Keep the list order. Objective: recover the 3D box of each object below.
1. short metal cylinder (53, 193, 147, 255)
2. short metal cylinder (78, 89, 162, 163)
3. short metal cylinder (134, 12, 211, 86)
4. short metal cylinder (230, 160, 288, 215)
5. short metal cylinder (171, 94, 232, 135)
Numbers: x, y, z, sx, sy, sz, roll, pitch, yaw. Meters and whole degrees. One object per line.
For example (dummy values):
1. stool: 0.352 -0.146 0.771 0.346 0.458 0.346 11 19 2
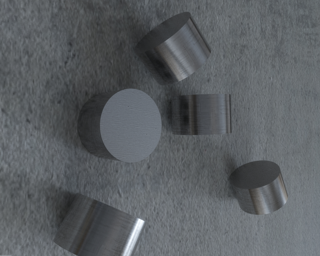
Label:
1. short metal cylinder: -0.060 0.106 0.320 0.080 0.080 0.050 36 68 -35
2. short metal cylinder: -0.045 -0.003 0.352 0.081 0.050 0.079 0 90 -40
3. short metal cylinder: 0.016 -0.098 0.384 0.050 0.080 0.080 52 60 -28
4. short metal cylinder: 0.162 0.096 0.508 0.081 0.080 0.050 -35 112 -35
5. short metal cylinder: 0.056 -0.018 0.418 0.081 0.080 0.050 -4 93 -40
